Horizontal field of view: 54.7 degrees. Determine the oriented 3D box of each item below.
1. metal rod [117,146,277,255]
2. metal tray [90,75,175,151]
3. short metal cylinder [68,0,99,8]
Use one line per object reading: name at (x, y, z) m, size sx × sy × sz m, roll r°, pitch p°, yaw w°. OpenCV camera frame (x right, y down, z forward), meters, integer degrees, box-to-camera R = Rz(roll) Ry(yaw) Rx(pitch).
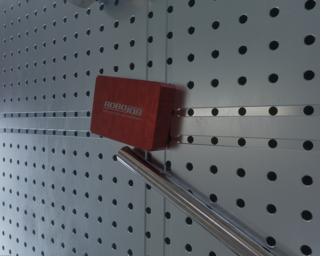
metal rod at (0.051, 0.103, 0.366) m, size 0.300 × 0.025 × 0.025 m, roll 32°, pitch 110°, yaw 35°
metal tray at (-0.044, -0.025, 0.442) m, size 0.130 × 0.030 × 0.089 m, roll 14°, pitch 99°, yaw 39°
short metal cylinder at (-0.115, -0.231, 0.468) m, size 0.050 × 0.081 × 0.080 m, roll -21°, pitch 77°, yaw 38°
